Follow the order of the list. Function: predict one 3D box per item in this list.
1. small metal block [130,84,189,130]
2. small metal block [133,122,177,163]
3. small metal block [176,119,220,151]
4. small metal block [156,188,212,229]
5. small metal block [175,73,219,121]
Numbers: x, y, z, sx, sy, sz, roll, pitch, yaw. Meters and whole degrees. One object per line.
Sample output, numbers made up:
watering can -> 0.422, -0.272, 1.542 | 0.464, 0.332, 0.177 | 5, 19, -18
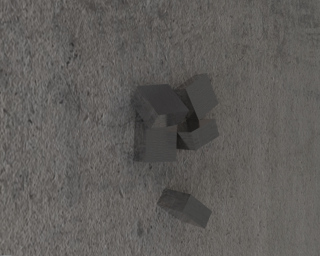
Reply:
small metal block -> -0.001, -0.028, 0.386 | 0.050, 0.025, 0.050 | -11, 54, -39
small metal block -> -0.006, 0.018, 0.400 | 0.050, 0.025, 0.050 | 3, 88, -40
small metal block -> 0.044, 0.008, 0.425 | 0.050, 0.050, 0.025 | -27, 107, -37
small metal block -> 0.033, 0.107, 0.416 | 0.050, 0.050, 0.025 | 43, 64, -32
small metal block -> 0.053, -0.045, 0.449 | 0.050, 0.025, 0.050 | -39, 114, -33
